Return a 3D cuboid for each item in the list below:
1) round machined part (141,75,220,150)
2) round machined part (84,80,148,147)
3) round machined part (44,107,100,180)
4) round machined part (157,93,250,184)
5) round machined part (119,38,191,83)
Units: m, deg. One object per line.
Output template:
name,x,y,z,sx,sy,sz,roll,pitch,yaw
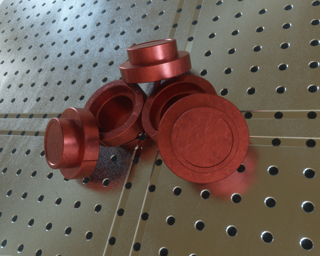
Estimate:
round machined part,0.030,-0.015,0.390,0.098,0.042,0.098,-13,56,20
round machined part,-0.058,-0.017,0.435,0.098,0.042,0.098,-13,56,20
round machined part,-0.124,0.021,0.418,0.098,0.042,0.097,-3,86,50
round machined part,0.046,0.011,0.331,0.099,0.042,0.097,0,91,3
round machined part,-0.008,-0.096,0.426,0.099,0.042,0.098,-10,21,4
